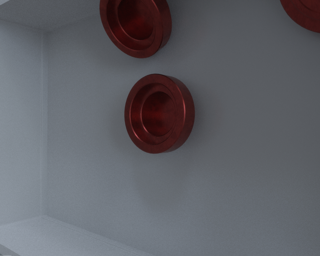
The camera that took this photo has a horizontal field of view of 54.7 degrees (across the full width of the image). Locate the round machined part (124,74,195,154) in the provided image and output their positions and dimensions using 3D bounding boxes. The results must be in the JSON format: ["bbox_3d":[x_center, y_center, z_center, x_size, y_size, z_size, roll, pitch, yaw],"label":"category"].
[{"bbox_3d":[0.004,-0.018,0.393,0.098,0.042,0.097,0,90,40],"label":"round machined part"}]

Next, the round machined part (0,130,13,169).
[{"bbox_3d":[-0.373,0.047,0.707,0.098,0.042,0.097,0,90,40],"label":"round machined part"}]

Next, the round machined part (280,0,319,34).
[{"bbox_3d":[0.145,-0.126,0.253,0.098,0.042,0.097,21,127,30],"label":"round machined part"}]

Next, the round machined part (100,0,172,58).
[{"bbox_3d":[-0.026,-0.143,0.398,0.098,0.042,0.097,23,138,23],"label":"round machined part"}]
